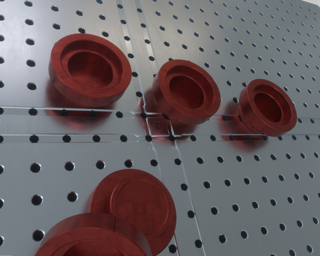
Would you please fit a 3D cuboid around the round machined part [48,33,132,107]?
[{"bbox_3d":[-0.089,-0.068,0.390,0.099,0.042,0.098,13,56,-21],"label":"round machined part"}]

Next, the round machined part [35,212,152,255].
[{"bbox_3d":[-0.056,0.115,0.273,0.098,0.098,0.042,27,16,-11],"label":"round machined part"}]

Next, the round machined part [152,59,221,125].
[{"bbox_3d":[0.034,-0.047,0.443,0.099,0.042,0.098,13,56,-21],"label":"round machined part"}]

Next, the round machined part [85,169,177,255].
[{"bbox_3d":[-0.026,0.088,0.329,0.099,0.042,0.098,13,56,-21],"label":"round machined part"}]

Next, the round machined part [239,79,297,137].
[{"bbox_3d":[0.169,-0.028,0.505,0.099,0.042,0.098,13,56,-21],"label":"round machined part"}]
